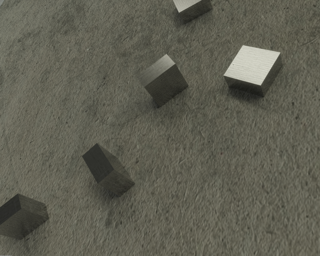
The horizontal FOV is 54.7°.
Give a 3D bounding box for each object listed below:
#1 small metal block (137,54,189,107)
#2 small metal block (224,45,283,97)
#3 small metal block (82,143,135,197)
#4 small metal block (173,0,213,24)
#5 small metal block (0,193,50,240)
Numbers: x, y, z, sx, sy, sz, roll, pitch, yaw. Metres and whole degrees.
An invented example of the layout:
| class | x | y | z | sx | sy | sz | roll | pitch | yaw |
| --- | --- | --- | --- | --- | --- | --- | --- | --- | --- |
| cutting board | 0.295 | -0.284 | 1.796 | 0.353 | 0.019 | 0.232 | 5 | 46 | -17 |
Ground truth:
| class | x | y | z | sx | sy | sz | roll | pitch | yaw |
| --- | --- | --- | --- | --- | --- | --- | --- | --- | --- |
| small metal block | 0.005 | -0.064 | 0.425 | 0.050 | 0.050 | 0.025 | -37 | 51 | 3 |
| small metal block | 0.117 | -0.072 | 0.387 | 0.050 | 0.025 | 0.050 | 24 | 75 | 36 |
| small metal block | -0.064 | 0.053 | 0.389 | 0.025 | 0.050 | 0.050 | -42 | 51 | 0 |
| small metal block | 0.051 | -0.204 | 0.502 | 0.050 | 0.025 | 0.050 | -26 | 53 | 12 |
| small metal block | -0.187 | 0.119 | 0.413 | 0.050 | 0.050 | 0.025 | -38 | 51 | 3 |
